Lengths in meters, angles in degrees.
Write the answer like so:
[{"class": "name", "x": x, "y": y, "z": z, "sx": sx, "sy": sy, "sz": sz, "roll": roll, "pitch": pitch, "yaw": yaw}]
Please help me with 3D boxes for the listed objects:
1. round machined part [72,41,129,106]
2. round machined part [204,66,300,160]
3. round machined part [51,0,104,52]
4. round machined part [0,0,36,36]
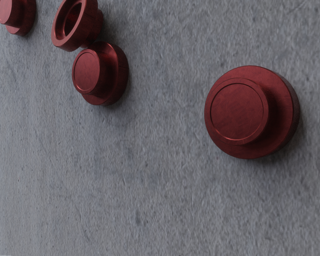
[{"class": "round machined part", "x": -0.097, "y": -0.083, "z": 0.471, "sx": 0.098, "sy": 0.042, "sz": 0.097, "roll": 0, "pitch": 90, "yaw": 39}, {"class": "round machined part", "x": 0.087, "y": -0.016, "z": 0.321, "sx": 0.098, "sy": 0.042, "sz": 0.097, "roll": 0, "pitch": 90, "yaw": 39}, {"class": "round machined part", "x": -0.126, "y": -0.165, "z": 0.485, "sx": 0.098, "sy": 0.042, "sz": 0.098, "roll": -17, "pitch": 65, "yaw": 40}, {"class": "round machined part", "x": -0.299, "y": -0.243, "z": 0.636, "sx": 0.098, "sy": 0.042, "sz": 0.097, "roll": 0, "pitch": 90, "yaw": 39}]
